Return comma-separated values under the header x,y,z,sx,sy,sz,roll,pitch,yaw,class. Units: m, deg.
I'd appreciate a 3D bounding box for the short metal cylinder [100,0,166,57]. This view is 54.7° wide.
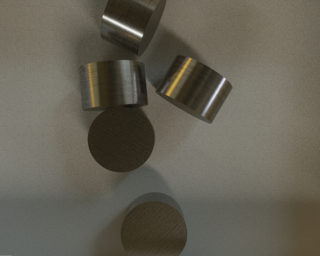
x,y,z,sx,sy,sz,roll,pitch,yaw,class
-0.032,-0.136,0.383,0.050,0.080,0.080,26,90,0,short metal cylinder

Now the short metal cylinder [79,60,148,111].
x,y,z,sx,sy,sz,roll,pitch,yaw,class
-0.057,-0.050,0.383,0.080,0.080,0.050,-5,90,0,short metal cylinder

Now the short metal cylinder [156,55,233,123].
x,y,z,sx,sy,sz,roll,pitch,yaw,class
0.041,-0.047,0.384,0.080,0.080,0.050,30,90,0,short metal cylinder

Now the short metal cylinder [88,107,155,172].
x,y,z,sx,sy,sz,roll,pitch,yaw,class
-0.047,0.014,0.398,0.081,0.050,0.080,0,90,0,short metal cylinder

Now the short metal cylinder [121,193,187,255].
x,y,z,sx,sy,sz,roll,pitch,yaw,class
-0.007,0.128,0.399,0.081,0.050,0.080,0,90,0,short metal cylinder
